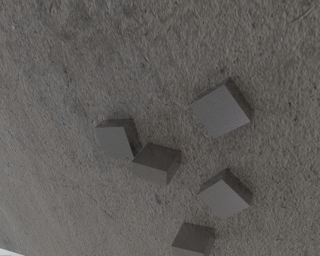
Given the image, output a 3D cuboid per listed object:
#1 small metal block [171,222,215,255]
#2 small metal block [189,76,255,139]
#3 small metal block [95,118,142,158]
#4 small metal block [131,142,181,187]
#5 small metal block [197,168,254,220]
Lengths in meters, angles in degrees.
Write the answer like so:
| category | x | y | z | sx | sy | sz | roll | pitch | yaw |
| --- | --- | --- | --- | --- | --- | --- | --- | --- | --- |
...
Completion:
| category | x | y | z | sx | sy | sz | roll | pitch | yaw |
| --- | --- | --- | --- | --- | --- | --- | --- | --- | --- |
| small metal block | 0.052 | 0.175 | 0.472 | 0.050 | 0.050 | 0.025 | 3 | 120 | 27 |
| small metal block | 0.071 | -0.022 | 0.356 | 0.050 | 0.025 | 0.050 | -30 | 102 | 38 |
| small metal block | -0.059 | 0.015 | 0.448 | 0.050 | 0.025 | 0.050 | -2 | 118 | 29 |
| small metal block | -0.004 | 0.048 | 0.423 | 0.050 | 0.050 | 0.025 | 13 | 124 | 21 |
| small metal block | 0.087 | 0.089 | 0.416 | 0.050 | 0.025 | 0.050 | 44 | 129 | -3 |
